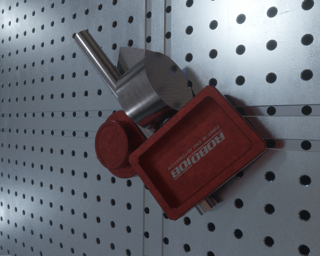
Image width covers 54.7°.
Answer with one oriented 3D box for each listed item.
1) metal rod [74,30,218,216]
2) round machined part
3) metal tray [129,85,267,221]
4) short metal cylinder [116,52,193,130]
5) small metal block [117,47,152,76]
[{"bbox_3d":[-0.027,-0.018,0.408,0.025,0.025,0.299,-47,70,29],"label":"metal rod"},{"bbox_3d":[-0.055,0.023,0.440,0.098,0.042,0.097,0,90,39],"label":"round machined part"},{"bbox_3d":[0.039,0.028,0.345,0.130,0.030,0.090,-42,71,14],"label":"metal tray"},{"bbox_3d":[-0.006,-0.045,0.376,0.050,0.081,0.080,-31,71,35],"label":"short metal cylinder"},{"bbox_3d":[-0.034,-0.085,0.436,0.050,0.025,0.050,17,101,38],"label":"small metal block"}]
